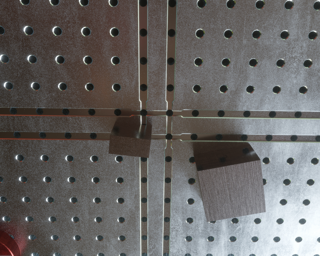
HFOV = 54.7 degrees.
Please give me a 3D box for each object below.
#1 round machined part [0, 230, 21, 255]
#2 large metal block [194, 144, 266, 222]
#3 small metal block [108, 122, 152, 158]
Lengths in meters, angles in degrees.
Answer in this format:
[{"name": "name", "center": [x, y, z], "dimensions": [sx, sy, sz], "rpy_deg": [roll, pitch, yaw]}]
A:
[{"name": "round machined part", "center": [-0.274, 0.206, 0.478], "dimensions": [0.099, 0.042, 0.097], "rpy_deg": [0, 110, 0]}, {"name": "large metal block", "center": [0.095, 0.075, 0.429], "dimensions": [0.080, 0.050, 0.079], "rpy_deg": [-11, 110, 4]}, {"name": "small metal block", "center": [-0.037, 0.014, 0.405], "dimensions": [0.050, 0.050, 0.025], "rpy_deg": [7, 110, -3]}]
